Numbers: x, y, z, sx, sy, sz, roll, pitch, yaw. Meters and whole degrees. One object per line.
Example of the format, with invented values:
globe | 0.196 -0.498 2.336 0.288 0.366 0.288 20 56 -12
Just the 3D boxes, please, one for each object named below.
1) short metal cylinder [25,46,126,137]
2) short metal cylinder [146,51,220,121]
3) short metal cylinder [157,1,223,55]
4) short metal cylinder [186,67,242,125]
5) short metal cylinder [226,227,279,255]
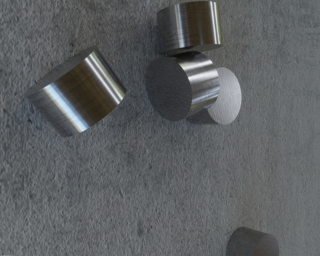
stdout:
short metal cylinder | -0.080 -0.036 0.301 0.080 0.080 0.050 -49 119 -29
short metal cylinder | 0.027 -0.054 0.392 0.050 0.080 0.080 -23 105 -38
short metal cylinder | 0.038 -0.126 0.401 0.081 0.080 0.050 -12 98 -39
short metal cylinder | 0.073 -0.045 0.449 0.081 0.050 0.080 0 90 -40
short metal cylinder | 0.156 0.212 0.519 0.081 0.050 0.080 0 90 -40
